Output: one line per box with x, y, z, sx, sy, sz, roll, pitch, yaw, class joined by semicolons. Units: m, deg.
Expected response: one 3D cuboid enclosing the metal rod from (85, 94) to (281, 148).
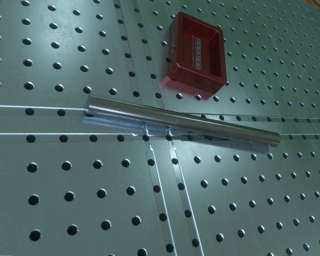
0.048;-0.005;0.439;0.302;0.025;0.025;10;57;-23;metal rod

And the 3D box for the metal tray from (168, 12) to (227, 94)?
0.063;-0.128;0.518;0.091;0.030;0.130;17;55;-19;metal tray
